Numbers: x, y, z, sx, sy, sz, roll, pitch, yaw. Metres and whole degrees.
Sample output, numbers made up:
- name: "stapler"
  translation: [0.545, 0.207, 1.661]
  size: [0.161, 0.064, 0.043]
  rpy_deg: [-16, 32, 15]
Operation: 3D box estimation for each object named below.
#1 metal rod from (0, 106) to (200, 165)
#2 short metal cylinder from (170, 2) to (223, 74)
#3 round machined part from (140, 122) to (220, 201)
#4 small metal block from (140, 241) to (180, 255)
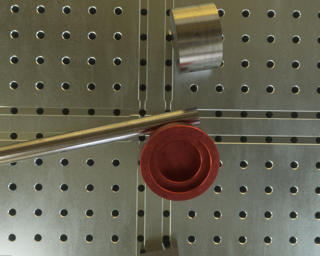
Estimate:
- name: "metal rod"
  translation: [-0.098, 0.013, 0.412]
  size: [0.302, 0.025, 0.025]
  rpy_deg: [-12, 90, -1]
- name: "short metal cylinder"
  translation: [0.043, -0.111, 0.386]
  size: [0.050, 0.080, 0.080]
  rpy_deg: [-9, 90, 0]
- name: "round machined part"
  translation: [0.024, 0.040, 0.399]
  size: [0.099, 0.042, 0.097]
  rpy_deg: [-1, 102, -3]
- name: "small metal block"
  translation: [0.003, 0.184, 0.414]
  size: [0.050, 0.025, 0.050]
  rpy_deg: [-9, 90, -1]
